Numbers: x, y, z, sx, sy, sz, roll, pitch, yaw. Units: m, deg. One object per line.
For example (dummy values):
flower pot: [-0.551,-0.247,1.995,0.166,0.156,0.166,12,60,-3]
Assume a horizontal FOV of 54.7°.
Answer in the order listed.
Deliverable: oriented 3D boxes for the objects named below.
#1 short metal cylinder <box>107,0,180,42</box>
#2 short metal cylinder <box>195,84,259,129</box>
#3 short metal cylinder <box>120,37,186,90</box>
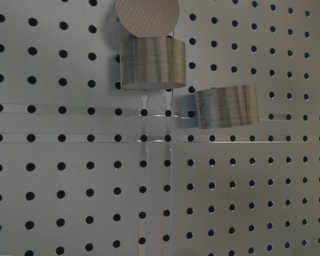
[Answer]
short metal cylinder: [-0.022,-0.144,0.391,0.081,0.050,0.079,0,90,-20]
short metal cylinder: [0.089,-0.028,0.416,0.081,0.080,0.050,-8,93,-20]
short metal cylinder: [-0.009,-0.076,0.380,0.081,0.080,0.050,-2,91,-20]
